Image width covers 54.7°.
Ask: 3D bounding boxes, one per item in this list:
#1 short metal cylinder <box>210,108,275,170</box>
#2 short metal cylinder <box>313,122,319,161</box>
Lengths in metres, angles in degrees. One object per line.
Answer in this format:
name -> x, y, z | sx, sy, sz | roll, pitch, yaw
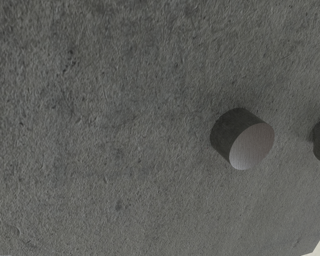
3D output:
short metal cylinder -> 0.124, 0.016, 0.468 | 0.081, 0.050, 0.079 | -14, 124, -21
short metal cylinder -> 0.324, 0.025, 0.563 | 0.080, 0.080, 0.050 | -27, 128, -12
